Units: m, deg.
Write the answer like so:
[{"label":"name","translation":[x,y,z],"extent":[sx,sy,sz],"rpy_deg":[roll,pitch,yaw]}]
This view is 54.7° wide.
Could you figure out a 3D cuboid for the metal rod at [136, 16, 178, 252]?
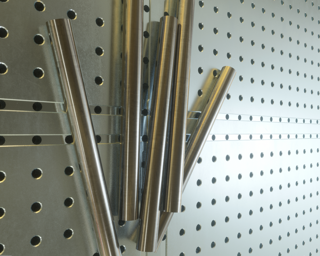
[{"label":"metal rod","translation":[-0.002,0.000,0.398],"extent":[0.025,0.025,0.298],"rpy_deg":[13,78,-40]}]

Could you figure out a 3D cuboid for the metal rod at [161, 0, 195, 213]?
[{"label":"metal rod","translation":[0.026,-0.041,0.418],"extent":[0.025,0.025,0.298],"rpy_deg":[13,78,-40]}]

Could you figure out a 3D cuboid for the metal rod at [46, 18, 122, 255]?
[{"label":"metal rod","translation":[-0.079,0.035,0.344],"extent":[0.025,0.025,0.298],"rpy_deg":[-18,101,-39]}]

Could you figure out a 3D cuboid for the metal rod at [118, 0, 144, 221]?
[{"label":"metal rod","translation":[-0.035,-0.039,0.381],"extent":[0.025,0.025,0.298],"rpy_deg":[2,89,-40]}]

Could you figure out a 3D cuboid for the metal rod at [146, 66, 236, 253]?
[{"label":"metal rod","translation":[0.048,0.031,0.452],"extent":[0.025,0.025,0.300],"rpy_deg":[42,65,-33]}]
